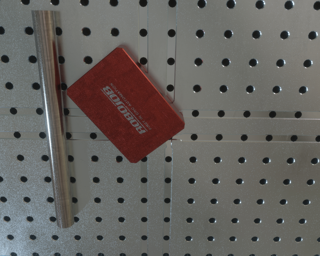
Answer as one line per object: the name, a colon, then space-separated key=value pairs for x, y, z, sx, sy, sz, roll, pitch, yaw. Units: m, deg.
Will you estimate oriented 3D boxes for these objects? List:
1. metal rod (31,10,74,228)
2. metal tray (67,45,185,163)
metal rod: x=-0.139 y=0.003 z=0.412 sx=0.025 sy=0.025 sz=0.298 roll=1 pitch=110 yaw=-1
metal tray: x=-0.041 y=-0.028 z=0.400 sx=0.090 sy=0.030 sz=0.130 roll=-37 pitch=106 yaw=12
